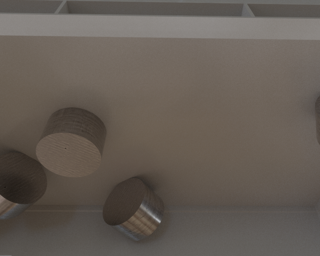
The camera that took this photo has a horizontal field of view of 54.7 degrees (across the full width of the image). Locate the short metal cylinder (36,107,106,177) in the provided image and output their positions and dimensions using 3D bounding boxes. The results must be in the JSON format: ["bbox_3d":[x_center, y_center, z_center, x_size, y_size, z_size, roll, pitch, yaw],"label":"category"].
[{"bbox_3d":[-0.114,0.020,0.408,0.081,0.050,0.079,0,130,0],"label":"short metal cylinder"}]

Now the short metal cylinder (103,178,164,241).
[{"bbox_3d":[-0.041,0.125,0.479,0.080,0.080,0.050,-27,125,21],"label":"short metal cylinder"}]

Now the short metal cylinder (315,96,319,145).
[{"bbox_3d":[0.230,-0.009,0.367,0.080,0.080,0.050,-15,129,12],"label":"short metal cylinder"}]

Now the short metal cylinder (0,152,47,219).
[{"bbox_3d":[-0.211,0.082,0.440,0.050,0.080,0.080,-37,121,27],"label":"short metal cylinder"}]
